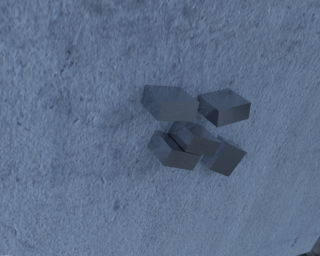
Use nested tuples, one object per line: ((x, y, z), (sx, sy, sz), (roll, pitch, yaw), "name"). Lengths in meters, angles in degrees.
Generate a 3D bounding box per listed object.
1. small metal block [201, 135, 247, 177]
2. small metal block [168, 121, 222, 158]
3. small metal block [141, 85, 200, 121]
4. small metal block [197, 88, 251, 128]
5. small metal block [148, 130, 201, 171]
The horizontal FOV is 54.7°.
((0.102, 0.045, 0.493), (0.050, 0.025, 0.050), (24, 105, -37), "small metal block")
((0.047, 0.013, 0.426), (0.050, 0.050, 0.025), (15, 110, -35), "small metal block")
((0.011, -0.031, 0.379), (0.050, 0.050, 0.025), (-1, 119, -29), "small metal block")
((0.086, -0.029, 0.422), (0.050, 0.050, 0.025), (-15, 125, -21), "small metal block")
((0.019, 0.030, 0.422), (0.050, 0.050, 0.025), (14, 111, -35), "small metal block")
